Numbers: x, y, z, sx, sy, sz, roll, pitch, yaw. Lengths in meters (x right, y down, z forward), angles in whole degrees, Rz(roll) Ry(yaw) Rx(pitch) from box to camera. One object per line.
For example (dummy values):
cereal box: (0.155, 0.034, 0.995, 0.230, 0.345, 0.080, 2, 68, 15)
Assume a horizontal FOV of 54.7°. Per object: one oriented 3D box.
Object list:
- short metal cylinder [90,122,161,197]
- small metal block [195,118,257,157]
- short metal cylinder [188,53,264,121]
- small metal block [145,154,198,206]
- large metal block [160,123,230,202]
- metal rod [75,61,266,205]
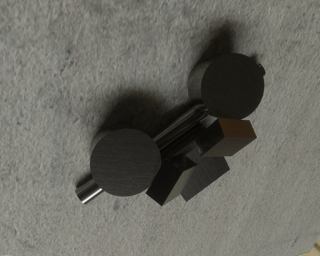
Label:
short metal cylinder: (-0.043, 0.036, 0.374, 0.081, 0.050, 0.079, -2, 100, -13)
small metal block: (0.080, 0.013, 0.381, 0.050, 0.025, 0.050, 2, 148, -30)
short metal cylinder: (0.081, -0.051, 0.387, 0.081, 0.050, 0.079, -2, 100, -12)
small metal block: (0.015, 0.061, 0.376, 0.050, 0.025, 0.050, -61, 159, 16)
large metal block: (0.043, 0.046, 0.444, 0.080, 0.050, 0.080, -36, 130, -5)
metal rod: (0.018, 0.004, 0.421, 0.301, 0.025, 0.025, -36, 129, -5)
